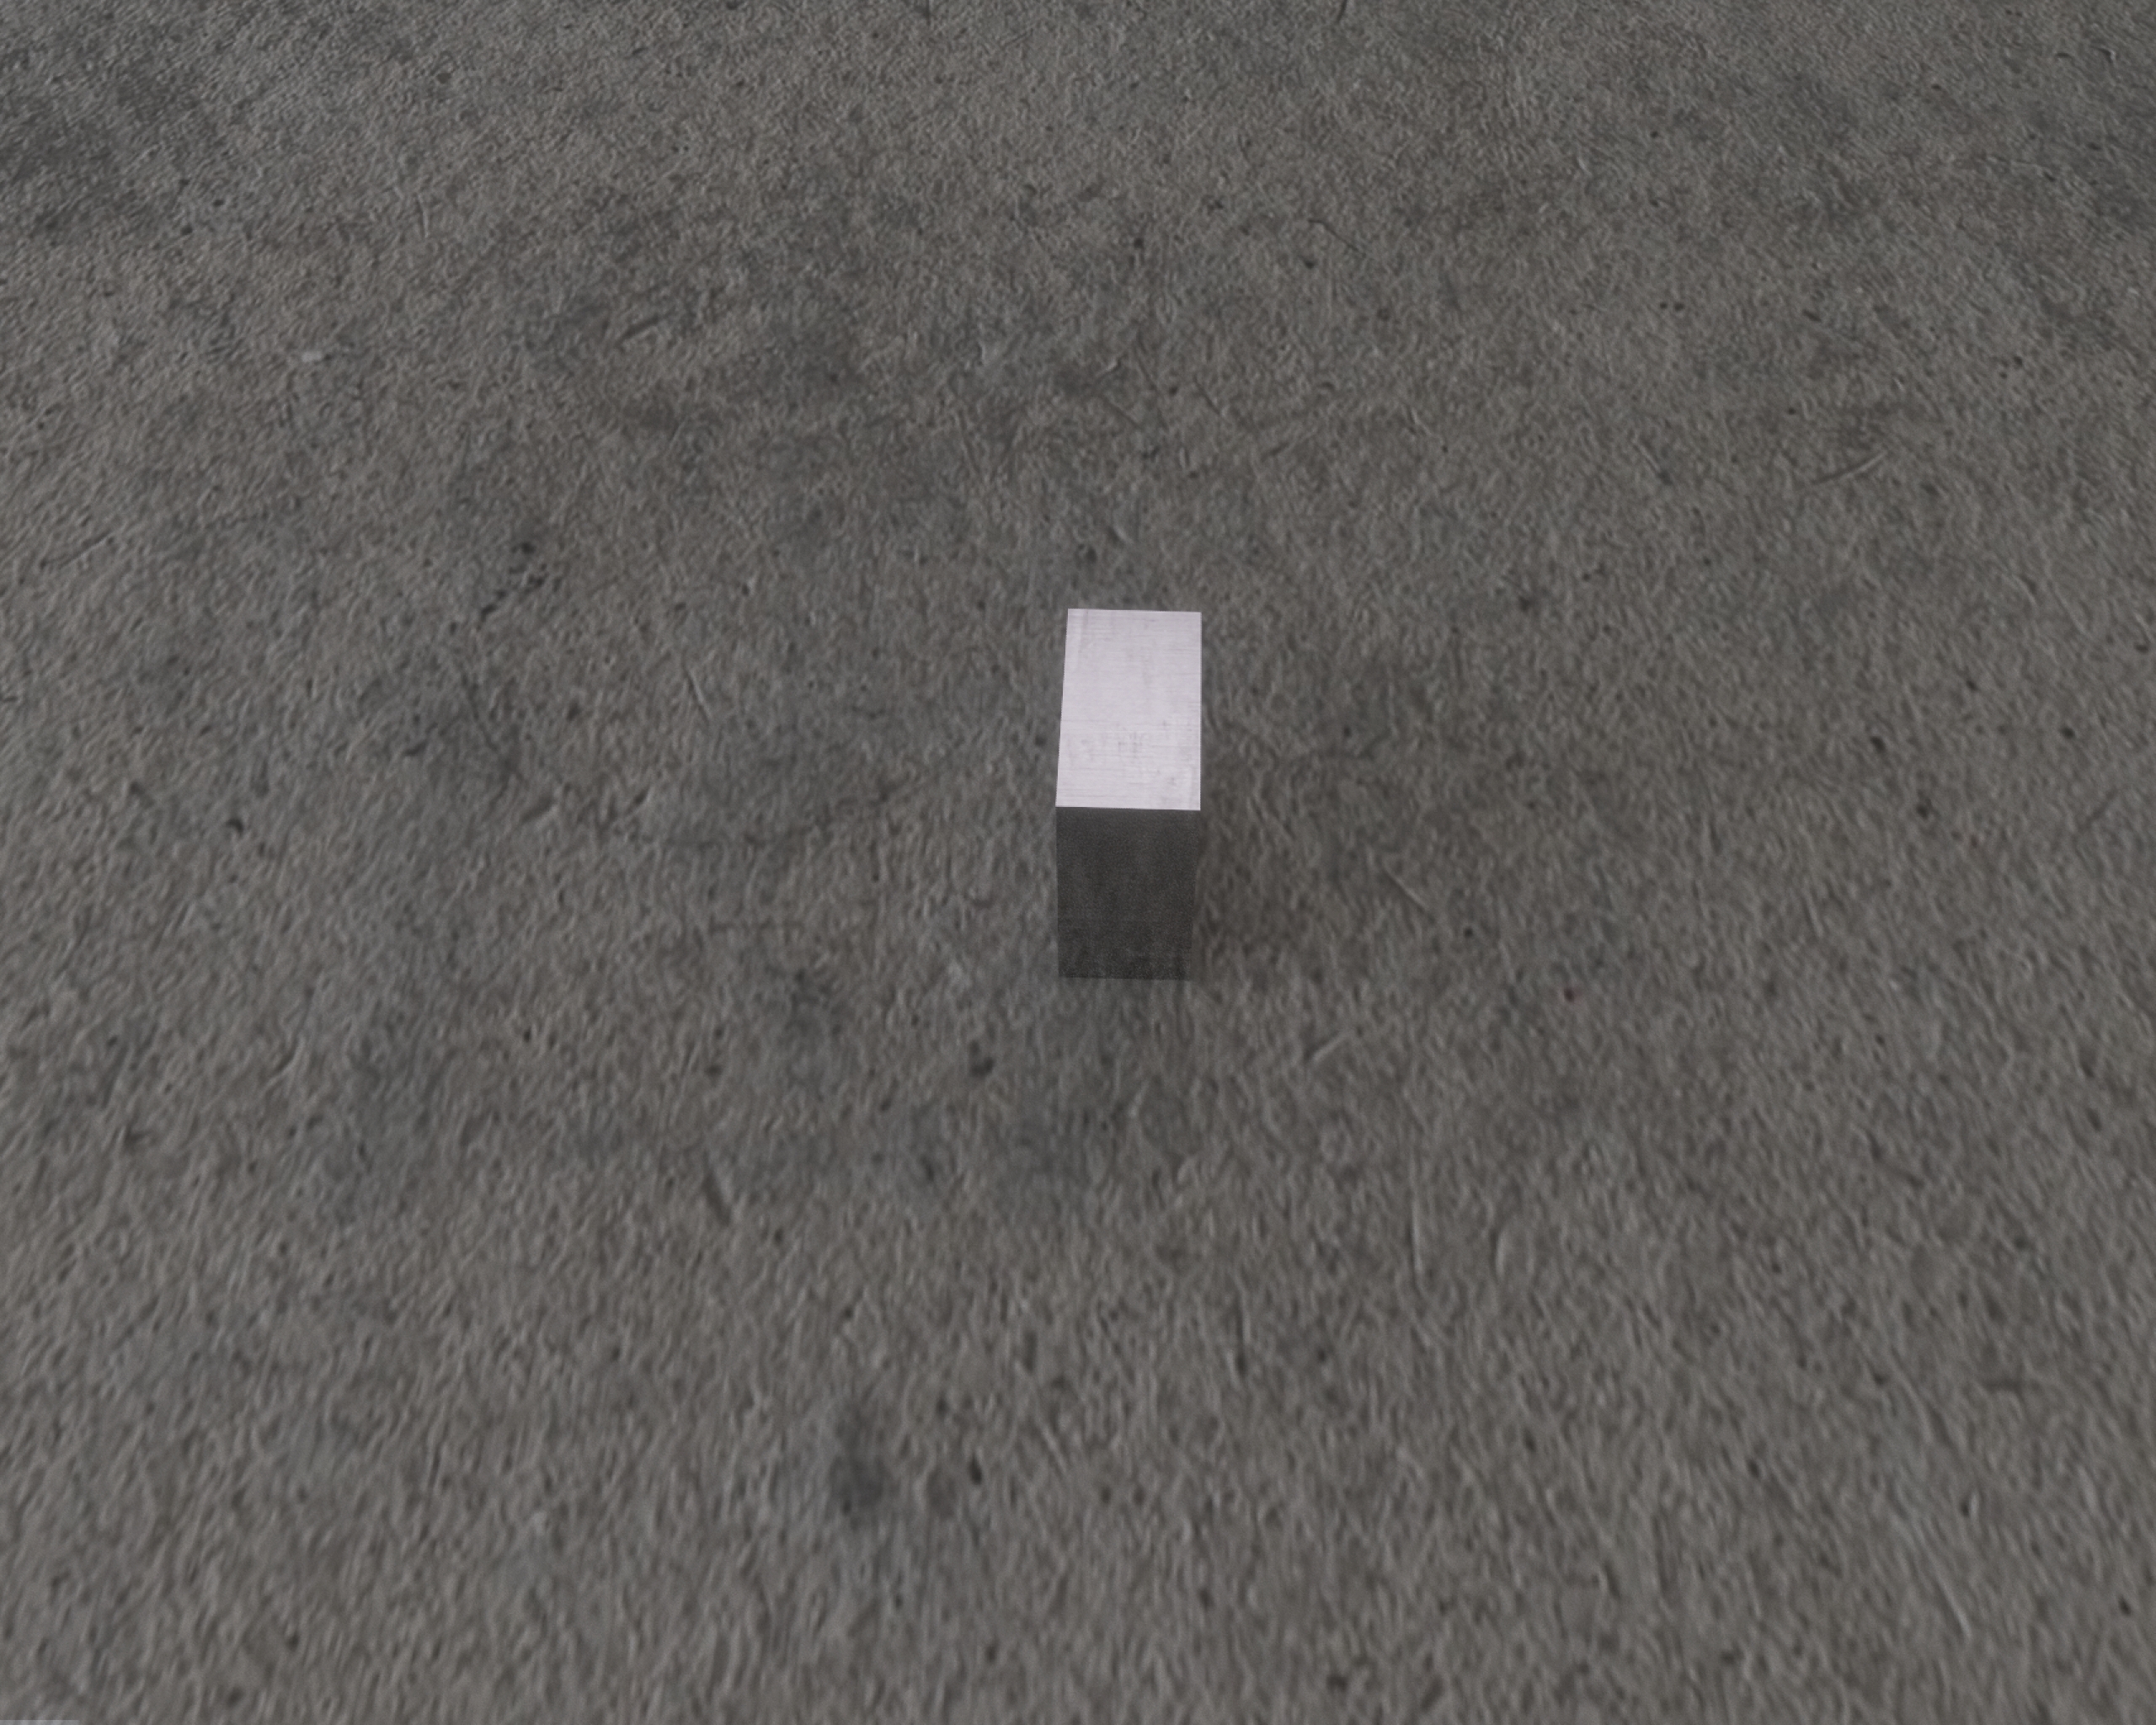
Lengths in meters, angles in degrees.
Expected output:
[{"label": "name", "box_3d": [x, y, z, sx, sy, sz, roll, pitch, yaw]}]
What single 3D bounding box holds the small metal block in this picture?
[{"label": "small metal block", "box_3d": [0.010, -0.013, 0.398, 0.025, 0.050, 0.050, 2, 50, 2]}]
